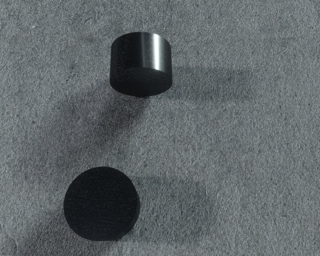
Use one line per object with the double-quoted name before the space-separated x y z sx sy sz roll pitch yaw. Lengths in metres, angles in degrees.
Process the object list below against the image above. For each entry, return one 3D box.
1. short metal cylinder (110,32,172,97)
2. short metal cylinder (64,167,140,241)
"short metal cylinder" -0.025 -0.081 0.408 0.081 0.080 0.050 -1 70 -1
"short metal cylinder" -0.065 0.090 0.362 0.081 0.050 0.080 0 70 0
